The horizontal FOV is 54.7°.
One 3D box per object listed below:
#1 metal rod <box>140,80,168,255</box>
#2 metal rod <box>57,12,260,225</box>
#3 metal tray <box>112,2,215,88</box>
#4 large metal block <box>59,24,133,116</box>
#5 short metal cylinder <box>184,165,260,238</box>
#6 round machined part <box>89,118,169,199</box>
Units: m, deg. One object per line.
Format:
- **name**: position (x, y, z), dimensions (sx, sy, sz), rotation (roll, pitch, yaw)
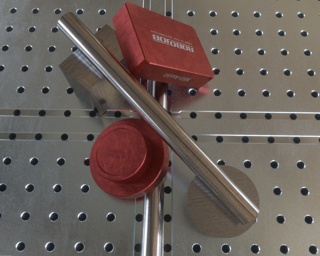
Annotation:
- **metal rod**: position (-0.004, 0.015, 0.406), dimensions (0.025, 0.025, 0.299), rotation (2, 70, 0)
- **metal rod**: position (-0.007, -0.016, 0.342), dimensions (0.025, 0.025, 0.300), rotation (-42, 83, -14)
- **metal tray**: position (0.008, -0.104, 0.405), dimensions (0.131, 0.030, 0.090), rotation (1, 62, -45)
- **large metal block**: position (-0.075, -0.073, 0.409), dimensions (0.050, 0.080, 0.080), rotation (40, 75, 13)
- **short metal cylinder**: position (0.070, 0.088, 0.367), dimensions (0.081, 0.050, 0.080), rotation (0, 70, 0)
- **round machined part**: position (-0.041, 0.033, 0.373), dimensions (0.098, 0.042, 0.098), rotation (-6, 69, 16)
